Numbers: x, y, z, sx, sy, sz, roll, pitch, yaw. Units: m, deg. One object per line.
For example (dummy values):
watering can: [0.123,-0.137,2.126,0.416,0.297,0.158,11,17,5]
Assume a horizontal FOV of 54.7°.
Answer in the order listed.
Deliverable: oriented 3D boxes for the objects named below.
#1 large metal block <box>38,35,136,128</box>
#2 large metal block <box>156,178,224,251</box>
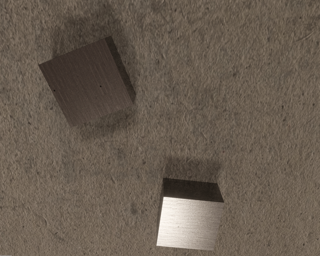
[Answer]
large metal block: [-0.083,-0.057,0.374,0.080,0.050,0.080,-20,109,6]
large metal block: [0.040,0.122,0.442,0.081,0.050,0.079,6,110,-3]
